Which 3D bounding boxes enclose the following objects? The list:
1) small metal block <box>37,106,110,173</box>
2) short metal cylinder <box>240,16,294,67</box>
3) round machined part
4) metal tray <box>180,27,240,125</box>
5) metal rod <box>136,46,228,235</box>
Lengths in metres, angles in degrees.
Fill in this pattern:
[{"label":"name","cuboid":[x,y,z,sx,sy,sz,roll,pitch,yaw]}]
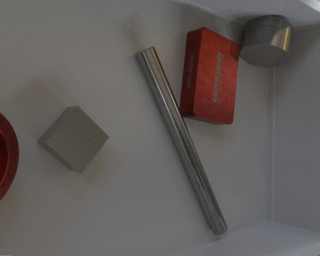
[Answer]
[{"label":"small metal block","cuboid":[-0.092,0.012,0.331,0.050,0.025,0.050,50,61,-29]},{"label":"short metal cylinder","cuboid":[0.181,-0.144,0.526,0.080,0.080,0.050,24,75,-38]},{"label":"round machined part","cuboid":[-0.166,0.025,0.241,0.099,0.042,0.097,-29,122,-59]},{"label":"metal tray","cuboid":[0.077,-0.075,0.471,0.091,0.030,0.129,10,83,-40]},{"label":"metal rod","cuboid":[0.038,0.031,0.440,0.025,0.025,0.299,-37,113,-34]}]
